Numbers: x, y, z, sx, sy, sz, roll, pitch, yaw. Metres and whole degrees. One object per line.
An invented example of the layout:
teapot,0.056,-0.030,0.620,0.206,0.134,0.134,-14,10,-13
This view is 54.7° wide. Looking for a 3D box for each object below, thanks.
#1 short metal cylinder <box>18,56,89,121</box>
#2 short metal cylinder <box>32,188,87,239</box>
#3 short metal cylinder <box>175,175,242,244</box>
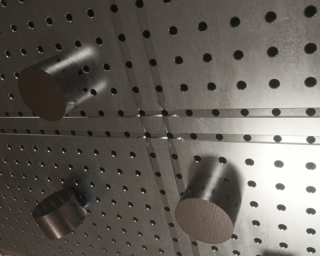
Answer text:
short metal cylinder,-0.149,-0.056,0.437,0.080,0.050,0.079,13,124,20
short metal cylinder,-0.182,0.154,0.564,0.080,0.080,0.050,-13,112,33
short metal cylinder,0.067,0.112,0.428,0.080,0.050,0.079,13,124,20
